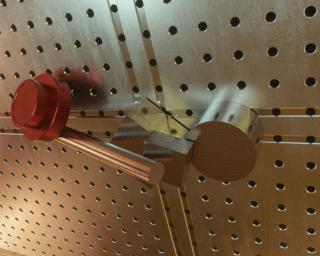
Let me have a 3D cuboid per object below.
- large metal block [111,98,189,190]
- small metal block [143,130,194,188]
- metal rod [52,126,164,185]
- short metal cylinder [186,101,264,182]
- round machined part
[{"bbox_3d":[-0.016,0.022,0.413,0.080,0.050,0.080,37,129,2],"label":"large metal block"},{"bbox_3d":[0.009,0.036,0.360,0.050,0.025,0.050,17,125,18],"label":"small metal block"},{"bbox_3d":[-0.115,0.015,0.423,0.300,0.025,0.025,16,127,39],"label":"metal rod"},{"bbox_3d":[0.076,0.015,0.363,0.080,0.050,0.079,13,124,20],"label":"short metal cylinder"},{"bbox_3d":[-0.172,-0.031,0.435,0.098,0.042,0.098,-9,74,37],"label":"round machined part"}]
